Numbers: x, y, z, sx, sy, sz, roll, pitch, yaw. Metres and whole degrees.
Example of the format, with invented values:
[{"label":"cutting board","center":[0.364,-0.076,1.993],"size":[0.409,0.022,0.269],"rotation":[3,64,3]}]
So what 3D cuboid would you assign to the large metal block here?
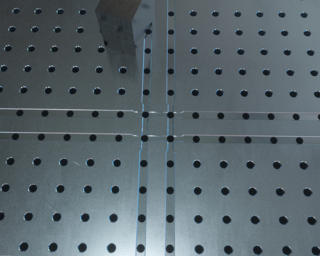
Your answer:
[{"label":"large metal block","center":[-0.046,-0.163,0.442],"size":[0.050,0.080,0.080],"rotation":[19,71,7]}]
